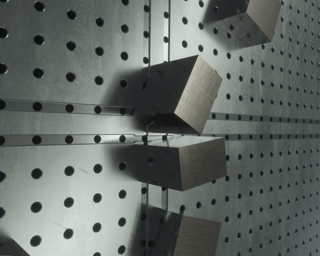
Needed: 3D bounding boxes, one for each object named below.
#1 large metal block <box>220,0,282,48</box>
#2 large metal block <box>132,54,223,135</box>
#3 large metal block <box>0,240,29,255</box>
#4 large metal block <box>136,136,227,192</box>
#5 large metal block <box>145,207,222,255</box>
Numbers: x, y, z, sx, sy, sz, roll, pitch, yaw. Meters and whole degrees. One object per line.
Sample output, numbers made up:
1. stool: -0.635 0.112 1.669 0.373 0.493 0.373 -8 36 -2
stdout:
1. large metal block: 0.156 -0.197 0.527 0.080 0.050 0.080 31 71 -36
2. large metal block: 0.021 -0.039 0.393 0.050 0.080 0.080 36 68 -35
3. large metal block: -0.153 0.157 0.266 0.081 0.050 0.079 -14 99 -39
4. large metal block: 0.027 0.041 0.399 0.081 0.080 0.050 -9 96 -40
5. large metal block: 0.032 0.159 0.422 0.080 0.050 0.080 23 75 -38
